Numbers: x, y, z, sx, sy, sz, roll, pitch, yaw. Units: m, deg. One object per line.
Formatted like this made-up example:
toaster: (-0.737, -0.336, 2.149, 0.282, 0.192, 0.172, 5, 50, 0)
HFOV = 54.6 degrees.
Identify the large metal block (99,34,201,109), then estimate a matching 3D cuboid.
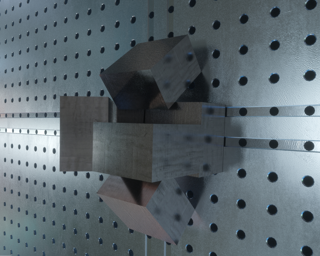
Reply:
large metal block: (-0.010, -0.066, 0.373, 0.080, 0.080, 0.050, 3, 130, 40)

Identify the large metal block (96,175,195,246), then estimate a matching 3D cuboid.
large metal block: (-0.016, 0.091, 0.380, 0.080, 0.050, 0.080, 3, 137, 40)

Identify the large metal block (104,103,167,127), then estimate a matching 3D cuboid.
large metal block: (-0.036, 0.006, 0.425, 0.080, 0.050, 0.080, 9, 96, 39)

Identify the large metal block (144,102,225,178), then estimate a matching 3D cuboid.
large metal block: (0.028, 0.010, 0.370, 0.080, 0.050, 0.080, 4, 93, 40)

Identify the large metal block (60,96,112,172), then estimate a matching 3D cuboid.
large metal block: (-0.084, 0.005, 0.368, 0.050, 0.080, 0.080, 1, 91, -5)

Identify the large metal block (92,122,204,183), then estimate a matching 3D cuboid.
large metal block: (-0.011, 0.020, 0.318, 0.080, 0.081, 0.050, 2, 91, 40)
